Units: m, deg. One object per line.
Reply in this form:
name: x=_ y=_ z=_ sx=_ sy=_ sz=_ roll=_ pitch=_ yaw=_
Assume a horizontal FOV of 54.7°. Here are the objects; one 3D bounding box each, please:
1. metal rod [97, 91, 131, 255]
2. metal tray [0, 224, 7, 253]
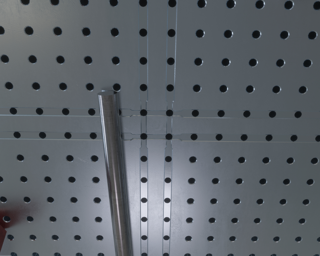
metal rod: x=-0.061 y=0.095 z=0.447 sx=0.025 sy=0.025 sz=0.298 roll=-2 pitch=110 yaw=1
metal tray: x=-0.281 y=0.197 z=0.428 sx=0.091 sy=0.130 sz=0.030 roll=-3 pitch=138 yaw=1
